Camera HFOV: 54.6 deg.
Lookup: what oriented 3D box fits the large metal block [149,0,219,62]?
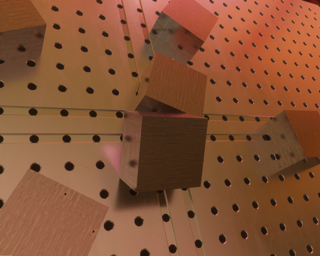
[{"bbox_3d":[0.041,-0.170,0.517,0.080,0.050,0.080,34,51,-6],"label":"large metal block"}]

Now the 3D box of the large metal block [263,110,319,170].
[{"bbox_3d":[0.227,0.019,0.502,0.081,0.050,0.080,-1,62,-29],"label":"large metal block"}]

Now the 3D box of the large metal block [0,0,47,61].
[{"bbox_3d":[-0.194,-0.127,0.365,0.081,0.050,0.080,-27,77,-37],"label":"large metal block"}]

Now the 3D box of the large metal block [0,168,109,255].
[{"bbox_3d":[-0.104,0.096,0.277,0.080,0.050,0.080,29,52,-10],"label":"large metal block"}]

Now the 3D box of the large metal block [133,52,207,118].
[{"bbox_3d":[0.014,-0.045,0.427,0.080,0.050,0.080,22,53,-15],"label":"large metal block"}]

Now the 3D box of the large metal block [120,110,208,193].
[{"bbox_3d":[0.003,0.024,0.354,0.081,0.050,0.080,1,99,-28],"label":"large metal block"}]
